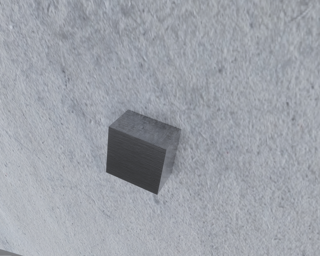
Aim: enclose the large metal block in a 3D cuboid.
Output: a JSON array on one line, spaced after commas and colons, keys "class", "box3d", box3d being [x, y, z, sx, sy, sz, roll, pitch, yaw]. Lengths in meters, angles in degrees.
[{"class": "large metal block", "box3d": [-0.024, 0.032, 0.422, 0.080, 0.050, 0.079, 21, 126, 15]}]
